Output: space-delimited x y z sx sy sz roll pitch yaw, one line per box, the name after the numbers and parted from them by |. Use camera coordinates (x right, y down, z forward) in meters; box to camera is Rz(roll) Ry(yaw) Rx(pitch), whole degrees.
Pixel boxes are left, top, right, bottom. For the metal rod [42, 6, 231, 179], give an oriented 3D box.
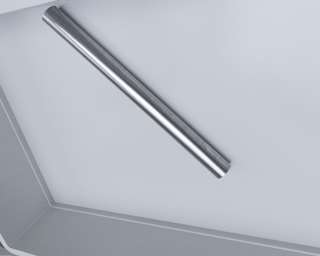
-0.029 -0.044 0.396 0.300 0.025 0.025 42 129 -1 | metal rod
